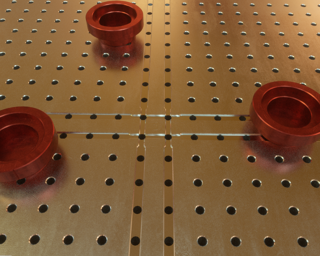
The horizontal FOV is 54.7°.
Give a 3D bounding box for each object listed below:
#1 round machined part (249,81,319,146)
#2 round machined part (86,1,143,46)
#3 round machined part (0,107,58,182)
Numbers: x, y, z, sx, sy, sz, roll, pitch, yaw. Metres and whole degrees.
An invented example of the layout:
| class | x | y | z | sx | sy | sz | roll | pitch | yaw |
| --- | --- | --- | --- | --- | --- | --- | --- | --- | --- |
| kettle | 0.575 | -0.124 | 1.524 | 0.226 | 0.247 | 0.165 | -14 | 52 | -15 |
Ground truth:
| class | x | y | z | sx | sy | sz | roll | pitch | yaw |
| --- | --- | --- | --- | --- | --- | --- | --- | --- | --- |
| round machined part | 0.168 | -0.015 | 0.411 | 0.099 | 0.042 | 0.098 | 0 | 50 | 0 |
| round machined part | -0.078 | -0.182 | 0.548 | 0.099 | 0.042 | 0.098 | 0 | 50 | 0 |
| round machined part | -0.173 | 0.023 | 0.375 | 0.099 | 0.042 | 0.098 | 0 | 50 | 0 |
